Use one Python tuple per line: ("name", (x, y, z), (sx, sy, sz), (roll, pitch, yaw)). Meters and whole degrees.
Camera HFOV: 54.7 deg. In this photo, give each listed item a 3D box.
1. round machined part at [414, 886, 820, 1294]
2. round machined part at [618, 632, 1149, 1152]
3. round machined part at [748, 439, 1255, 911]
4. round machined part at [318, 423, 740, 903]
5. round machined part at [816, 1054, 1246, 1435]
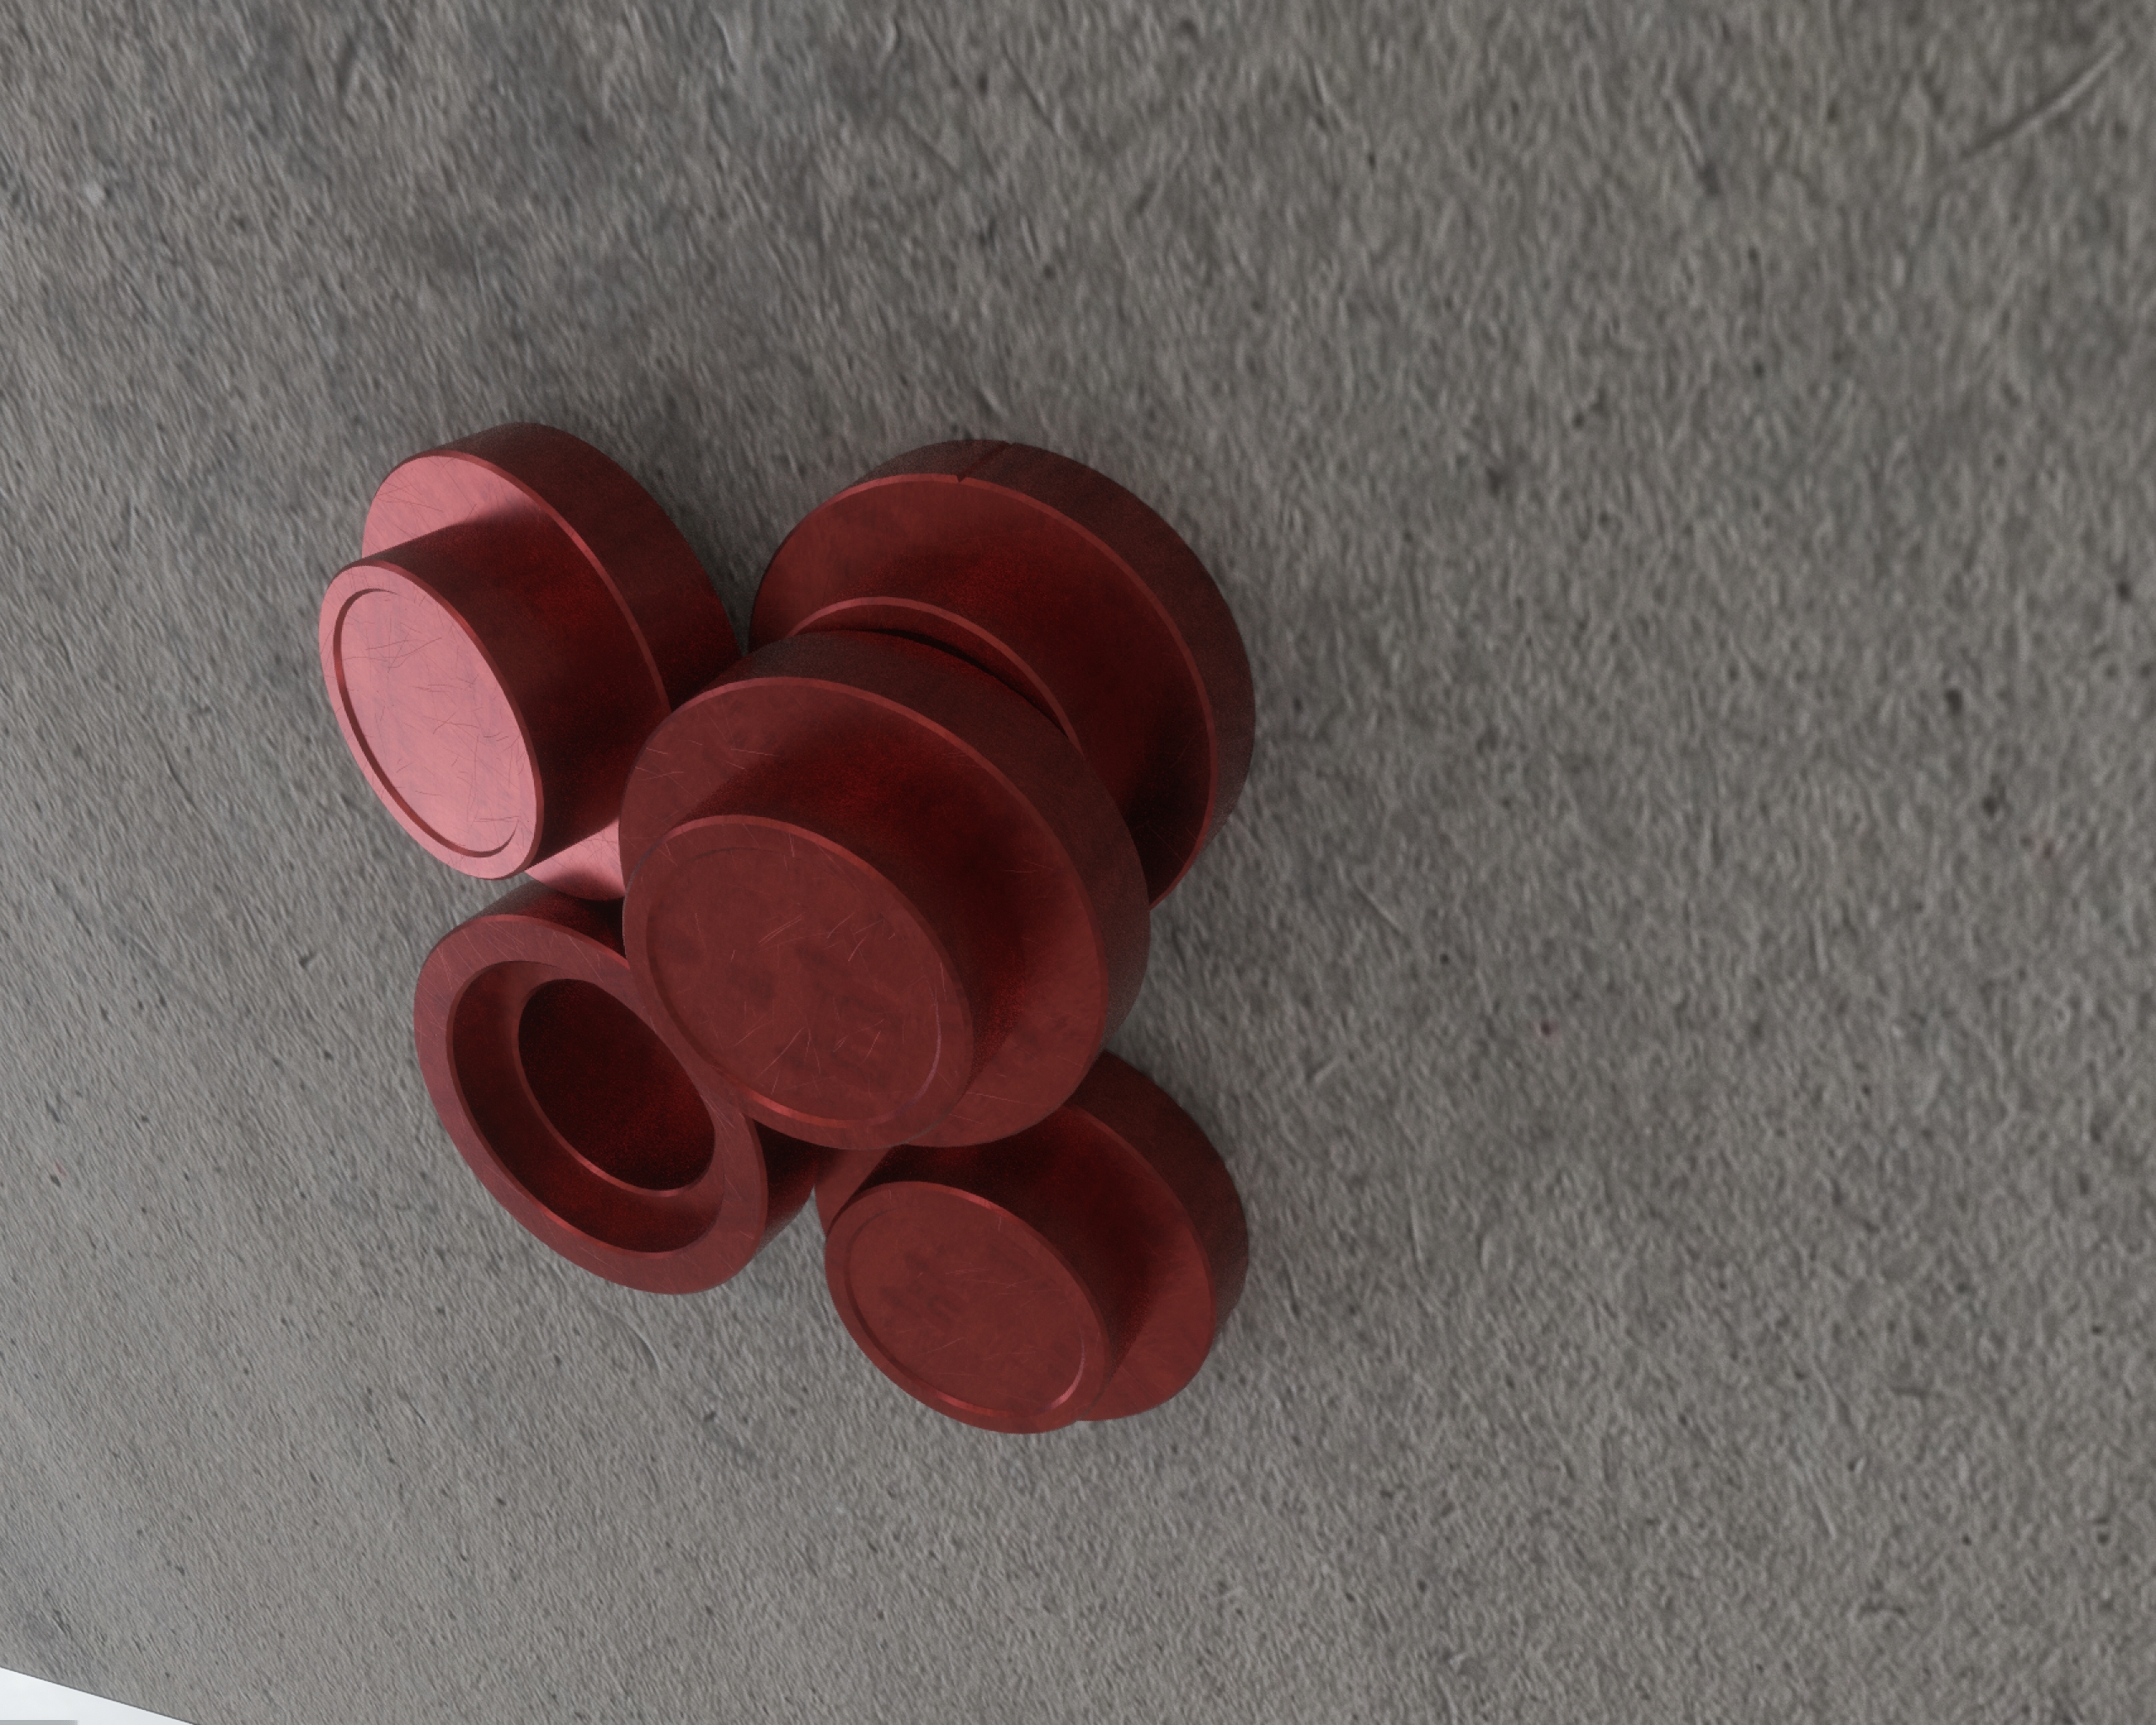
("round machined part", (-0.098, 0.046, 0.473), (0.098, 0.042, 0.097), (15, 124, 24))
("round machined part", (-0.040, 0.012, 0.370), (0.098, 0.042, 0.097), (13, 125, 20))
("round machined part", (-0.020, -0.026, 0.391), (0.098, 0.042, 0.097), (13, 124, 20))
("round machined part", (-0.114, -0.035, 0.420), (0.098, 0.042, 0.097), (23, 130, 32))
("round machined part", (-0.016, 0.086, 0.457), (0.098, 0.042, 0.097), (13, 124, 21))
